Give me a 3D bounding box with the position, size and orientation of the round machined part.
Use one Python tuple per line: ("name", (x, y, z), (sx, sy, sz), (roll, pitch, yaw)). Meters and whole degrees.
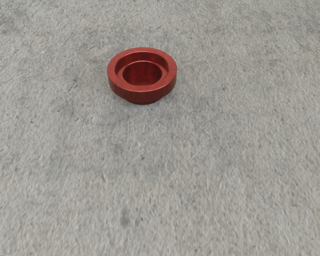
("round machined part", (-0.025, -0.072, 0.452), (0.099, 0.042, 0.098), (0, 50, 0))
